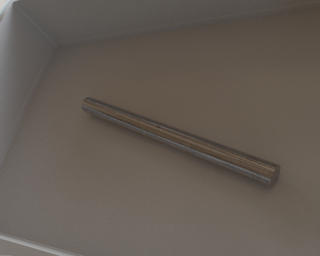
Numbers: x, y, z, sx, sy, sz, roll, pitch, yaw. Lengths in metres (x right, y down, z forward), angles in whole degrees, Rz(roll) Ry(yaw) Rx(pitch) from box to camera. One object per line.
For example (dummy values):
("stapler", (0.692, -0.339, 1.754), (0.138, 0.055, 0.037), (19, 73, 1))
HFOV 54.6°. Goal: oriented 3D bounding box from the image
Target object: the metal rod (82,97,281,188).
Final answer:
("metal rod", (0.002, 0.006, 0.400), (0.300, 0.025, 0.025), (20, 73, 35))
